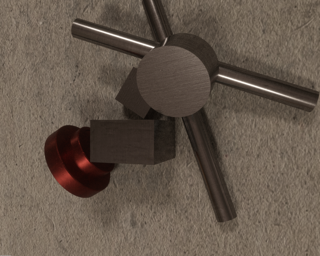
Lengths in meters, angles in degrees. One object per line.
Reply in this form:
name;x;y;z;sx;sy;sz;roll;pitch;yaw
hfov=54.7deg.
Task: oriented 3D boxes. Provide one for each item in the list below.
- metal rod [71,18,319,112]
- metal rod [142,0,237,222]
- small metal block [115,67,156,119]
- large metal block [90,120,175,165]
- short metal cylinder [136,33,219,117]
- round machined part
metal rod;0.033;-0.079;0.373;0.301;0.025;0.025;19;97;9
metal rod;0.035;-0.030;0.395;0.025;0.025;0.299;-21;83;18
small metal block;-0.024;-0.046;0.416;0.050;0.025;0.050;34;101;16
large metal block;-0.031;0.015;0.390;0.080;0.080;0.050;0;90;19
short metal cylinder;0.021;-0.059;0.343;0.080;0.050;0.079;10;123;16
round machined part;-0.097;0.037;0.403;0.042;0.098;0.098;-33;80;17
